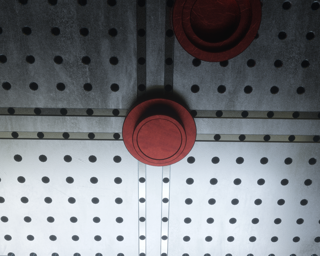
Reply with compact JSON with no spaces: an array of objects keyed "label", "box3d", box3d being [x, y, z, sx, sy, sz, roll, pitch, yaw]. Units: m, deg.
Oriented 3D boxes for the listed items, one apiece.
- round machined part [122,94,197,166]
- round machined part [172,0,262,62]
[{"label":"round machined part","box3d":[-0.001,0.008,0.407,0.099,0.042,0.097,0,110,-1]},{"label":"round machined part","box3d":[0.062,-0.128,0.358,0.099,0.042,0.097,0,110,-1]}]
